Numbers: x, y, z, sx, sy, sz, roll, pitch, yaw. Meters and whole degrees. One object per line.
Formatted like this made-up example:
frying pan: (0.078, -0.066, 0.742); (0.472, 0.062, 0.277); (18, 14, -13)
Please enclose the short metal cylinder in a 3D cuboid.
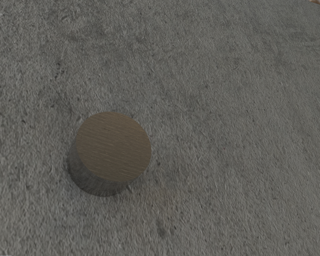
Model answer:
short metal cylinder: (-0.056, 0.029, 0.340); (0.081, 0.050, 0.080); (13, 56, -21)
